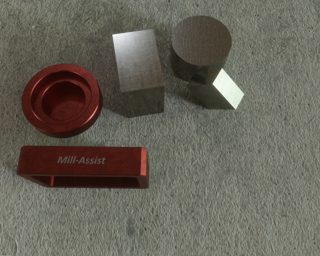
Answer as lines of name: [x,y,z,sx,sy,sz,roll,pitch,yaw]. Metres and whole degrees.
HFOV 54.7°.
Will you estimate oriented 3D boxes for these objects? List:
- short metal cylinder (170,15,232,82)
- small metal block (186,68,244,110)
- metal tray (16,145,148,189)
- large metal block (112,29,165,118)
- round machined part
short metal cylinder: [0.055,-0.109,0.435,0.081,0.050,0.080,0,70,0]
small metal block: [0.071,-0.049,0.403,0.050,0.050,0.025,41,71,-29]
metal tray: [-0.079,0.048,0.355,0.131,0.090,0.030,1,70,0]
large metal block: [-0.026,-0.068,0.404,0.050,0.080,0.080,-10,70,-3]
round machined part: [-0.125,-0.032,0.410,0.099,0.042,0.098,0,70,0]
